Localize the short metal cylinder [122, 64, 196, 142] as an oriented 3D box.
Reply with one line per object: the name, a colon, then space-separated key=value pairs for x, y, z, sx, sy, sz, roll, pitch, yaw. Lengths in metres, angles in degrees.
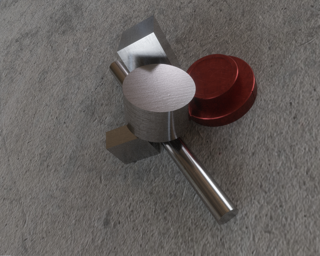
short metal cylinder: x=-0.002 y=-0.030 z=0.360 sx=0.081 sy=0.050 sz=0.080 roll=2 pitch=49 yaw=-2

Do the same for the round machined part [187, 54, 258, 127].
round machined part: x=0.069 y=-0.054 z=0.390 sx=0.098 sy=0.042 sz=0.098 roll=-13 pitch=56 yaw=20

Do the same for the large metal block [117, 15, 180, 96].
large metal block: x=-0.011 y=-0.095 z=0.419 sx=0.050 sy=0.080 sz=0.080 roll=-25 pitch=31 yaw=15

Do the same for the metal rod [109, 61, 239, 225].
metal rod: x=0.000 y=-0.004 z=0.407 sx=0.025 sy=0.025 sz=0.300 roll=-38 pitch=51 yaw=2

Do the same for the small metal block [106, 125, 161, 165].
small metal block: x=-0.034 y=0.020 z=0.394 sx=0.050 sy=0.050 sz=0.025 roll=-19 pitch=54 yaw=16
